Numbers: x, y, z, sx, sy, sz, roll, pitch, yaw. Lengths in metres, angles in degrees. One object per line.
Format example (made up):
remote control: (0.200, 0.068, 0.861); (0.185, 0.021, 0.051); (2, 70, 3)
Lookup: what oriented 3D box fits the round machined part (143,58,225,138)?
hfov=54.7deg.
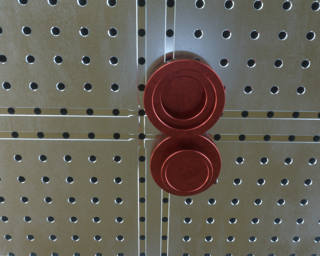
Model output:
round machined part: (0.029, -0.040, 0.390); (0.099, 0.042, 0.097); (0, 110, -1)

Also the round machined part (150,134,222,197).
round machined part: (0.035, 0.053, 0.424); (0.099, 0.042, 0.097); (0, 110, -1)
